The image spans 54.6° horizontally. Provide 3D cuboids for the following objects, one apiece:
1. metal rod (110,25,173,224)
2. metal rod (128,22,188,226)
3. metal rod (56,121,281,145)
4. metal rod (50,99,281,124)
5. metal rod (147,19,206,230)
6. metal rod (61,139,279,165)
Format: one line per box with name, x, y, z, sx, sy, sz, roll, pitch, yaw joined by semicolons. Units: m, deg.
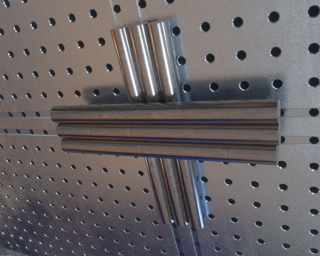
metal rod;-0.016;0.013;0.429;0.025;0.025;0.298;2;119;27
metal rod;0.005;0.013;0.417;0.025;0.025;0.298;2;119;27
metal rod;-0.010;0.004;0.387;0.300;0.025;0.025;1;119;28
metal rod;-0.015;-0.018;0.376;0.300;0.025;0.025;1;119;28
metal rod;0.028;0.014;0.406;0.025;0.025;0.298;2;119;27
metal rod;-0.008;0.026;0.399;0.300;0.025;0.025;1;119;28
